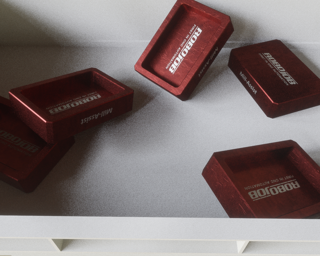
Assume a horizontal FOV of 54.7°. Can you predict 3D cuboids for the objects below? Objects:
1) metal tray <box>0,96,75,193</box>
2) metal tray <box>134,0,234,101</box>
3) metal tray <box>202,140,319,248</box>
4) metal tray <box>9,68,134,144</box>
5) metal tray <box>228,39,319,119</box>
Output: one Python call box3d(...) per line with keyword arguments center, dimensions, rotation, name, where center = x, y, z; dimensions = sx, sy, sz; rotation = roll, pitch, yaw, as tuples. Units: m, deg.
box3d(center=(-0.187, 0.015, 0.387), dimensions=(0.130, 0.030, 0.090), rotation=(21, 53, 16), name="metal tray")
box3d(center=(0.034, -0.116, 0.452), dimensions=(0.090, 0.030, 0.130), rotation=(35, 94, 24), name="metal tray")
box3d(center=(0.120, 0.060, 0.323), dimensions=(0.131, 0.030, 0.090), rotation=(-6, 47, -31), name="metal tray")
box3d(center=(-0.110, -0.036, 0.402), dimensions=(0.090, 0.030, 0.131), rotation=(32, 40, 30), name="metal tray")
box3d(center=(0.173, -0.079, 0.469), dimensions=(0.091, 0.030, 0.130), rotation=(-15, 52, -12), name="metal tray")
